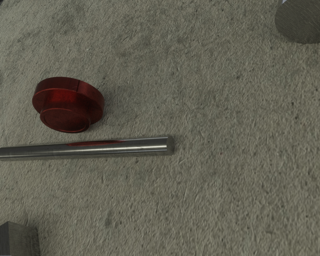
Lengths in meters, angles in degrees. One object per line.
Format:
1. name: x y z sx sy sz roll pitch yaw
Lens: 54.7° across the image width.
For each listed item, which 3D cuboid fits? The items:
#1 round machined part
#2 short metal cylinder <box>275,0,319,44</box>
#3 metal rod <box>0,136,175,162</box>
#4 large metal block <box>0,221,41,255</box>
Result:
1. round machined part: -0.131 -0.026 0.442 0.098 0.098 0.042 -11 57 22
2. short metal cylinder: 0.181 -0.145 0.363 0.080 0.080 0.050 5 64 30
3. metal rod: -0.122 0.032 0.447 0.300 0.025 0.025 -4 60 25
4. large metal block: -0.197 0.176 0.383 0.080 0.050 0.080 -32 52 7
